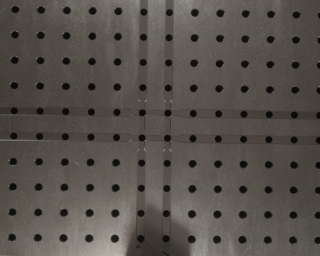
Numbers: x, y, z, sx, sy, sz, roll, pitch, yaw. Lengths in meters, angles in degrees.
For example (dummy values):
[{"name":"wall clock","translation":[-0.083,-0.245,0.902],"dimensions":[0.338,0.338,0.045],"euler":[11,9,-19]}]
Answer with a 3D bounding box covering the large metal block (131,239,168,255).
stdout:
[{"name":"large metal block","translation":[-0.004,0.196,0.386],"dimensions":[0.080,0.080,0.050],"euler":[33,90,-1]}]
